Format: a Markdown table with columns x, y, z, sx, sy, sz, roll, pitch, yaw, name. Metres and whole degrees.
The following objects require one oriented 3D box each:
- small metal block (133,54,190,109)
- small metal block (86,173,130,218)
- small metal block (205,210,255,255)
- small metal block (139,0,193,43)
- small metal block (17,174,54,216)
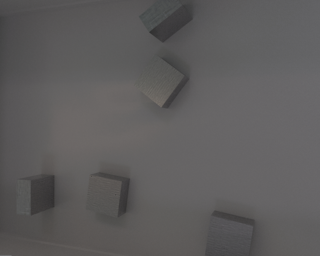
| x | y | z | sx | sy | sz | roll | pitch | yaw | name |
| --- | --- | --- | --- | --- | --- | --- | --- | --- | --- |
| 0.002 | -0.061 | 0.410 | 0.050 | 0.025 | 0.050 | 40 | 102 | 15 | small metal block |
| -0.073 | 0.093 | 0.436 | 0.050 | 0.025 | 0.050 | 8 | 93 | 19 | small metal block |
| 0.086 | 0.134 | 0.380 | 0.050 | 0.025 | 0.050 | 9 | 93 | 19 | small metal block |
| 0.009 | -0.140 | 0.394 | 0.050 | 0.050 | 0.025 | -35 | 79 | 17 | small metal block |
| -0.185 | 0.098 | 0.462 | 0.025 | 0.050 | 0.050 | 0 | 90 | 20 | small metal block |
